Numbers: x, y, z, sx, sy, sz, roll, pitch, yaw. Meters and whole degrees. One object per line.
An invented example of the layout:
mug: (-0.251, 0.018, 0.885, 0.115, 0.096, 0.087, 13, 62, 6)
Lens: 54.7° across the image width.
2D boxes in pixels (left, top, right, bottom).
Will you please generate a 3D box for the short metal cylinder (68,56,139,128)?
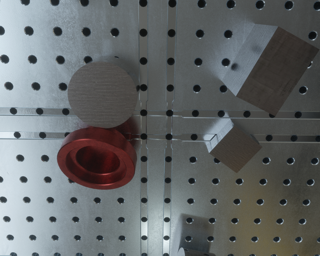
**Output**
short metal cylinder: (-0.067, -0.046, 0.383, 0.081, 0.050, 0.079, 0, 110, 0)

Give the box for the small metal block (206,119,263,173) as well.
small metal block: (0.101, 0.025, 0.423, 0.050, 0.025, 0.050, 36, 106, -13)

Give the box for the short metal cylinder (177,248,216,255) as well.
short metal cylinder: (0.052, 0.227, 0.468, 0.050, 0.080, 0.079, 13, 110, -5)

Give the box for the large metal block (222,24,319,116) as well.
large metal block: (0.121, -0.070, 0.359, 0.050, 0.080, 0.080, 25, 108, -9)

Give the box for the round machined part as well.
round machined part: (-0.079, 0.035, 0.404, 0.099, 0.042, 0.097, 3, 133, 3)
